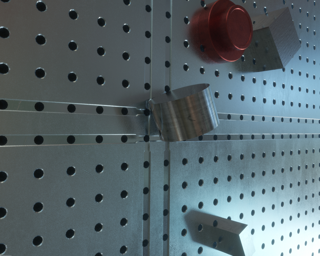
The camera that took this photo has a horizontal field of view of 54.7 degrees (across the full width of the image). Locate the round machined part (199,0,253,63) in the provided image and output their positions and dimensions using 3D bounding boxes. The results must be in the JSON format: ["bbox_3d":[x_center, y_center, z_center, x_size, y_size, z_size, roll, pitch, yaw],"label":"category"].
[{"bbox_3d":[0.110,-0.154,0.490,0.099,0.042,0.097,0,90,-40],"label":"round machined part"}]

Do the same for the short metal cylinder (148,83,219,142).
[{"bbox_3d":[0.031,-0.021,0.399,0.081,0.080,0.050,-28,108,-36],"label":"short metal cylinder"}]

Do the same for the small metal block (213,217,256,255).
[{"bbox_3d":[0.118,0.176,0.492,0.025,0.050,0.050,-30,109,-36],"label":"small metal block"}]

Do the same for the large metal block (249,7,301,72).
[{"bbox_3d":[0.206,-0.160,0.565,0.080,0.050,0.080,-45,117,-30],"label":"large metal block"}]
